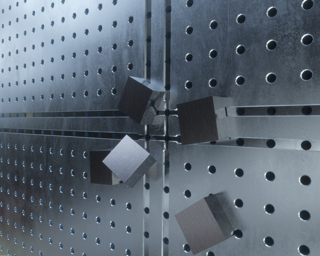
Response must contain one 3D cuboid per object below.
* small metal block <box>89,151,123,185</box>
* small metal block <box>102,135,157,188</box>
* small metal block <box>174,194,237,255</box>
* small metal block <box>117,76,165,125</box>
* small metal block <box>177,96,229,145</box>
[{"bbox_3d":[-0.081,0.059,0.474,0.050,0.025,0.050,-5,87,40],"label":"small metal block"},{"bbox_3d":[-0.042,0.046,0.428,0.050,0.025,0.050,37,82,33],"label":"small metal block"},{"bbox_3d":[0.052,0.113,0.365,0.050,0.025,0.050,-41,66,32],"label":"small metal block"},{"bbox_3d":[-0.027,-0.038,0.430,0.050,0.025,0.050,34,111,34],"label":"small metal block"},{"bbox_3d":[0.050,-0.008,0.367,0.050,0.025,0.050,-11,83,39],"label":"small metal block"}]
